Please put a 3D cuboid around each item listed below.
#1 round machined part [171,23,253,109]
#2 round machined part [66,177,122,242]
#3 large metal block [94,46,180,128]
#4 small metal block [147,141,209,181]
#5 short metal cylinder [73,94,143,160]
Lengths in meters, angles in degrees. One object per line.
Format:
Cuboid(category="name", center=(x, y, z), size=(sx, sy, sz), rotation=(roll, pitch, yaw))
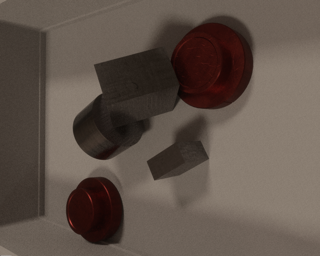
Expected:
Cuboid(category="round machined part", center=(0.051, -0.071, 0.353), size=(0.098, 0.042, 0.097), rotation=(0, 90, 39))
Cuboid(category="round machined part", center=(-0.108, 0.126, 0.478), size=(0.098, 0.042, 0.097), rotation=(-4, 83, 39))
Cuboid(category="large metal block", center=(-0.027, -0.045, 0.370), size=(0.080, 0.081, 0.050), rotation=(101, 150, -72))
Cuboid(category="small metal block", center=(0.022, 0.038, 0.371), size=(0.050, 0.050, 0.025), rotation=(-36, 68, 34))
Cuboid(category="short metal cylinder", center=(-0.071, -0.002, 0.425), size=(0.050, 0.081, 0.080), rotation=(-32, 70, 39))
